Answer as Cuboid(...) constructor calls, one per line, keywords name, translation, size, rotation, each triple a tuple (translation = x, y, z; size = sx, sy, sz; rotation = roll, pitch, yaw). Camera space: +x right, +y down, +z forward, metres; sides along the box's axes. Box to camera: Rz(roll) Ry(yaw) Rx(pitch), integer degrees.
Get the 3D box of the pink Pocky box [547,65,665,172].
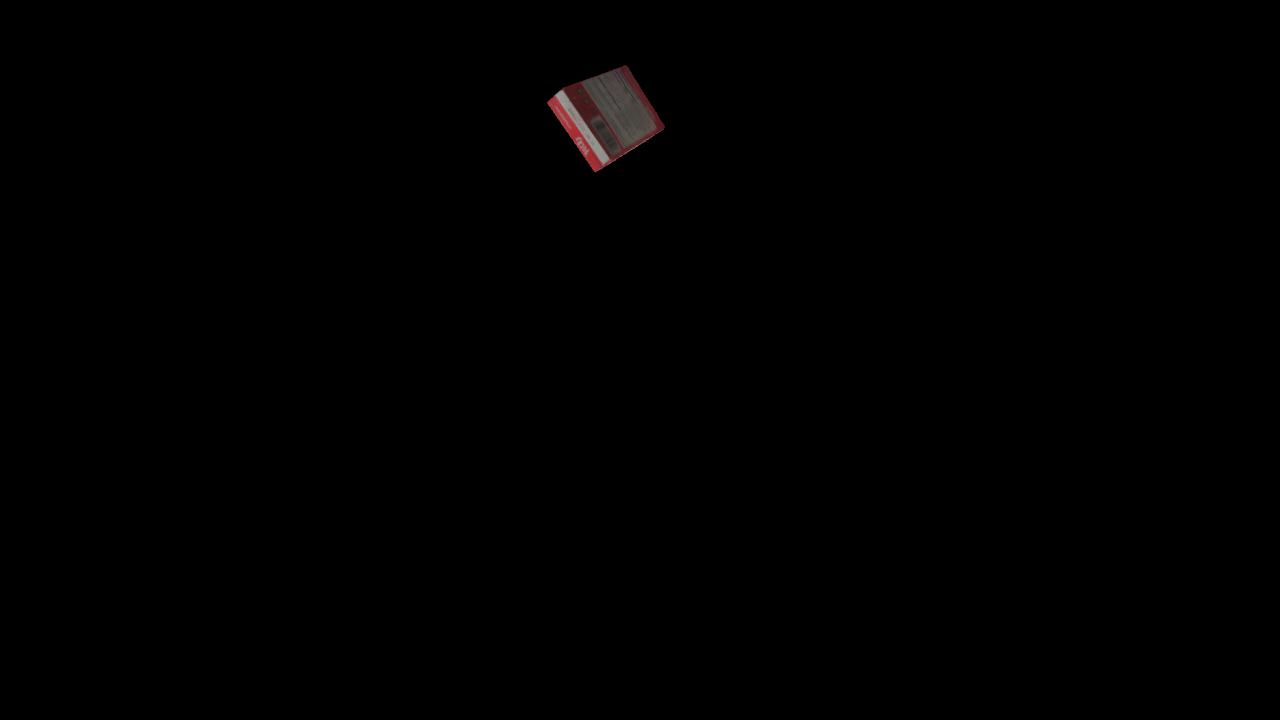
Cuboid(name="pink Pocky box", translation=(-0.031, -0.266, 0.671), size=(0.029, 0.084, 0.155), rotation=(-25, 18, 37))
